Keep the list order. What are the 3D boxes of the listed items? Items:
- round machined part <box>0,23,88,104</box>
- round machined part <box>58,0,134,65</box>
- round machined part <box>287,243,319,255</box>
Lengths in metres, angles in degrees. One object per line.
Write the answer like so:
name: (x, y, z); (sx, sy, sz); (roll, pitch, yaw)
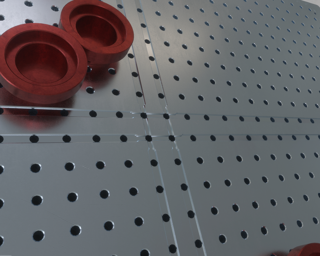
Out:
round machined part: (-0.138, -0.070, 0.362); (0.099, 0.042, 0.098); (10, 61, -20)
round machined part: (-0.089, -0.126, 0.426); (0.099, 0.042, 0.098); (14, 56, -21)
round machined part: (0.189, 0.195, 0.379); (0.099, 0.042, 0.098); (13, 56, -21)
